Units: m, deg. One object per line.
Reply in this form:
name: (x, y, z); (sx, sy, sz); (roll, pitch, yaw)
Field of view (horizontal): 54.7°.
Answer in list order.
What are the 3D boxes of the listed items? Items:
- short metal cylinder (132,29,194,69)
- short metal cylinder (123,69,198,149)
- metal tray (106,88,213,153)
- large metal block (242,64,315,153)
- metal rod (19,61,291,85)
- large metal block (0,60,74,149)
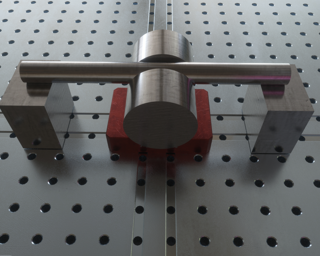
short metal cylinder: (0.004, -0.078, 0.398); (0.080, 0.080, 0.050); (1, 50, 0)
short metal cylinder: (0.001, -0.020, 0.350); (0.080, 0.080, 0.050); (1, 50, 0)
metal tray: (0.000, -0.012, 0.414); (0.131, 0.030, 0.090); (1, 50, 1)
large metal block: (0.143, -0.024, 0.391); (0.050, 0.080, 0.080); (1, 50, 1)
metal rod: (-0.005, -0.063, 0.356); (0.302, 0.025, 0.025); (1, 50, 0)
large metal block: (-0.151, -0.030, 0.394); (0.050, 0.080, 0.080); (1, 50, 1)
